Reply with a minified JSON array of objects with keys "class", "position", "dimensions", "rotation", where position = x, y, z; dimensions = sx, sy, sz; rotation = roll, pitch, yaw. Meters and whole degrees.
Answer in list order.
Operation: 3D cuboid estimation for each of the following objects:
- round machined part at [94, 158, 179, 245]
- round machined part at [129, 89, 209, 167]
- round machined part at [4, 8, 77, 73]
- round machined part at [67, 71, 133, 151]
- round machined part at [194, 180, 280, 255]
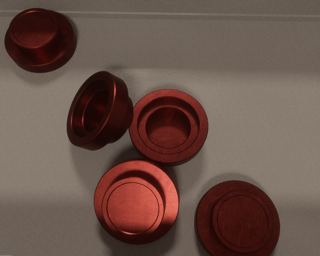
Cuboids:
[{"class":"round machined part","position":[-0.028,0.085,0.351],"dimensions":[0.099,0.042,0.097],"rotation":[0,92,5]},{"class":"round machined part","position":[0.010,0.002,0.400],"dimensions":[0.099,0.042,0.098],"rotation":[0,70,-1]},{"class":"round machined part","position":[-0.175,-0.132,0.447],"dimensions":[0.099,0.042,0.098],"rotation":[0,70,-1]},{"class":"round machined part","position":[-0.071,-0.018,0.389],"dimensions":[0.098,0.042,0.098],"rotation":[-22,57,38]},{"class":"round machined part","position":[0.091,0.110,0.362],"dimensions":[0.099,0.042,0.098],"rotation":[0,70,-1]}]
